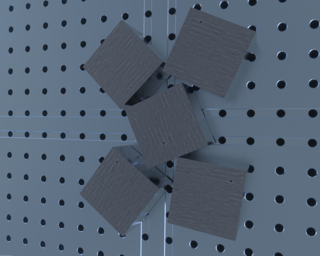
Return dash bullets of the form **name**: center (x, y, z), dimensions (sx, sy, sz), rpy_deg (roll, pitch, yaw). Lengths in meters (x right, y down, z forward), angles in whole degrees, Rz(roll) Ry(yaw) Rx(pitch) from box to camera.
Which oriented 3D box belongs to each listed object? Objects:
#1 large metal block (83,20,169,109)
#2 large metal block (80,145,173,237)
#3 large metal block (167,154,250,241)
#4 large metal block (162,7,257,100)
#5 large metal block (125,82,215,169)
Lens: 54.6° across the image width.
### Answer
- **large metal block**: center (-0.040, -0.080, 0.414), dimensions (0.080, 0.050, 0.080), rpy_deg (-46, 75, 15)
- **large metal block**: center (-0.045, 0.080, 0.414), dimensions (0.080, 0.050, 0.080), rpy_deg (40, 102, 16)
- **large metal block**: center (0.060, 0.080, 0.378), dimensions (0.080, 0.050, 0.080), rpy_deg (10, 93, 19)
- **large metal block**: center (0.061, -0.087, 0.377), dimensions (0.080, 0.050, 0.080), rpy_deg (27, 99, 15)
- **large metal block**: center (0.014, -0.002, 0.394), dimensions (0.080, 0.050, 0.080), rpy_deg (-24, 82, 18)
